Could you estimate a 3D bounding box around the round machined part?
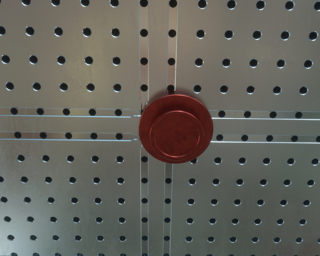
[{"bbox_3d":[0.021,0.004,0.406,0.099,0.042,0.097,0,110,0],"label":"round machined part"}]
